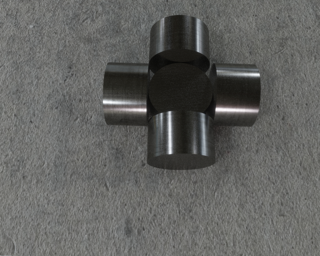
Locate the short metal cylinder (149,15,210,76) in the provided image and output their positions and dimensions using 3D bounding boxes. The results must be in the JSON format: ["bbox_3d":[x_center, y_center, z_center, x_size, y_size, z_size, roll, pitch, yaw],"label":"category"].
[{"bbox_3d":[0.026,-0.106,0.418,0.081,0.080,0.050,2,71,0],"label":"short metal cylinder"}]

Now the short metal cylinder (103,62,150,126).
[{"bbox_3d":[-0.040,-0.043,0.396,0.050,0.080,0.080,2,70,1],"label":"short metal cylinder"}]

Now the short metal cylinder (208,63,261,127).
[{"bbox_3d":[0.091,-0.042,0.397,0.050,0.080,0.080,2,70,1],"label":"short metal cylinder"}]

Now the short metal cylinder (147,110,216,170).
[{"bbox_3d":[0.025,0.018,0.374,0.081,0.080,0.050,0,70,0],"label":"short metal cylinder"}]

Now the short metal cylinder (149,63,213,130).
[{"bbox_3d":[0.026,-0.039,0.411,0.081,0.050,0.080,0,70,0],"label":"short metal cylinder"}]
